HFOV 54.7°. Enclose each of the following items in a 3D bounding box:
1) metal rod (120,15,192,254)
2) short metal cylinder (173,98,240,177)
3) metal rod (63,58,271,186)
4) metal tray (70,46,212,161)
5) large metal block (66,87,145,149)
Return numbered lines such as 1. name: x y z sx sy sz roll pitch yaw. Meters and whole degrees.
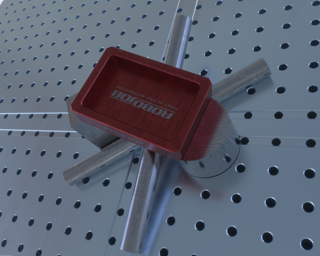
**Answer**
1. metal rod: 0.000 -0.005 0.381 0.025 0.025 0.299 4 73 29
2. short metal cylinder: 0.047 0.011 0.359 0.080 0.050 0.080 -13 56 20
3. metal rod: 0.003 -0.004 0.408 0.301 0.025 0.025 -29 52 9
4. metal tray: -0.019 -0.030 0.342 0.130 0.030 0.090 22 72 16
5. large metal block: -0.065 -0.020 0.417 0.080 0.080 0.050 -30 52 9
